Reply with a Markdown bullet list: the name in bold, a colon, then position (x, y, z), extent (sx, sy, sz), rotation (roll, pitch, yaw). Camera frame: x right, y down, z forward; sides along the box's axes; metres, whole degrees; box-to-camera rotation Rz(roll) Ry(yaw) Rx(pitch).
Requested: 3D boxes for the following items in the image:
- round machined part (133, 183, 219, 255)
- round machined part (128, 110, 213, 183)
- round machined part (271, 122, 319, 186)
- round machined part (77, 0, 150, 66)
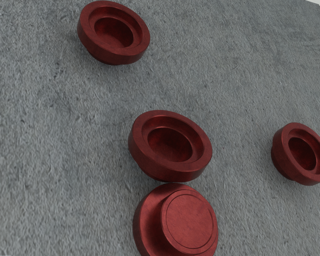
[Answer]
- **round machined part**: position (0.023, 0.107, 0.340), extent (0.099, 0.042, 0.098), rotation (14, 56, -21)
- **round machined part**: position (0.009, 0.026, 0.371), extent (0.099, 0.042, 0.098), rotation (14, 40, -12)
- **round machined part**: position (0.213, 0.044, 0.481), extent (0.099, 0.042, 0.098), rotation (14, 56, -21)
- **round machined part**: position (-0.067, -0.127, 0.434), extent (0.099, 0.042, 0.098), rotation (14, 56, -21)
